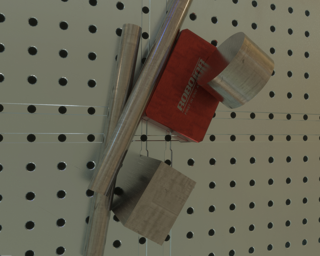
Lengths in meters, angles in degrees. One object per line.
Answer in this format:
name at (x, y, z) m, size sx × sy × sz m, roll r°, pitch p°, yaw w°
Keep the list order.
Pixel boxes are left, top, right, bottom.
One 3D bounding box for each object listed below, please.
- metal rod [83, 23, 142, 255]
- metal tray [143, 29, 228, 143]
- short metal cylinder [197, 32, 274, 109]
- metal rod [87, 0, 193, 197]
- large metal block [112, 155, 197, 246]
metal rod at (-0.060, 0.018, 0.390) m, size 0.025 × 0.025 × 0.298 m, roll 10°, pitch 87°, yaw -20°
metal tray at (0.039, -0.056, 0.424) m, size 0.090 × 0.030 × 0.130 m, roll 27°, pitch 81°, yaw -18°
short metal cylinder at (0.092, -0.071, 0.385) m, size 0.050 × 0.080 × 0.080 m, roll 36°, pitch 78°, yaw -17°
metal rod at (-0.015, -0.061, 0.388) m, size 0.025 × 0.025 × 0.299 m, roll 27°, pitch 74°, yaw -18°
large metal block at (-0.012, 0.083, 0.379) m, size 0.050 × 0.080 × 0.080 m, roll 34°, pitch 79°, yaw -17°
